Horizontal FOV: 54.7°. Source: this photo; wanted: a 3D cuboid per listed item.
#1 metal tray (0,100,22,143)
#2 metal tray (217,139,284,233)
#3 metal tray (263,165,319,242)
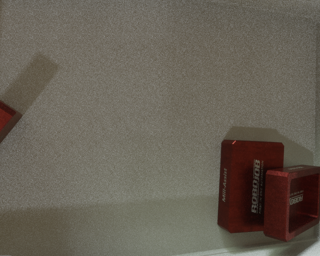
[{"bbox_3d":[-0.193,0.029,0.304,0.030,0.090,0.130,38,78,-16],"label":"metal tray"},{"bbox_3d":[0.135,0.084,0.457,0.091,0.030,0.129,3,89,-20],"label":"metal tray"},{"bbox_3d":[0.197,0.103,0.451,0.131,0.030,0.089,2,90,-45],"label":"metal tray"}]
